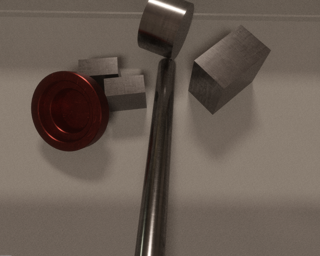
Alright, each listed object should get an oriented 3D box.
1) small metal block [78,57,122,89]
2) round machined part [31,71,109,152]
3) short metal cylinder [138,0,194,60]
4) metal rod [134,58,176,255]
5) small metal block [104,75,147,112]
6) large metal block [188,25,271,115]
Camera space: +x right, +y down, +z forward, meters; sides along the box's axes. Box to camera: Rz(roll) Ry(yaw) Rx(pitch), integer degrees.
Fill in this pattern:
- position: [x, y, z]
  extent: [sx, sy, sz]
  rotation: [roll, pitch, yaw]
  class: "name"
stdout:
- position: [-0.080, -0.070, 0.421]
  extent: [0.050, 0.050, 0.025]
  rotation: [-5, 70, -2]
  class: "small metal block"
- position: [-0.108, -0.022, 0.392]
  extent: [0.098, 0.042, 0.097]
  rotation: [3, 99, 17]
  class: "round machined part"
- position: [0.009, -0.142, 0.432]
  extent: [0.050, 0.080, 0.080]
  rotation: [23, 72, 8]
  class: "short metal cylinder"
- position: [0.000, 0.018, 0.340]
  extent: [0.025, 0.025, 0.300]
  rotation: [4, 46, 1]
  class: "metal rod"
- position: [-0.045, -0.045, 0.412]
  extent: [0.050, 0.050, 0.025]
  rotation: [-6, 70, -3]
  class: "small metal block"
- position: [0.087, -0.074, 0.408]
  extent: [0.080, 0.080, 0.050]
  rotation: [-39, 75, -13]
  class: "large metal block"
